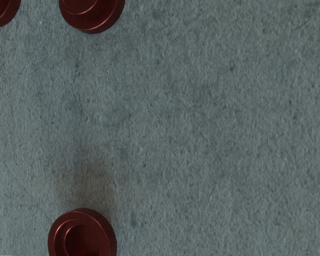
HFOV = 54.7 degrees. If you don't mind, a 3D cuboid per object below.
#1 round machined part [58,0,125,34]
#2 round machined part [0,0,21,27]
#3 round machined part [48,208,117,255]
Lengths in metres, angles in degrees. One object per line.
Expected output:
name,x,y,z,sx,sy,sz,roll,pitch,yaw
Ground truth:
round machined part,-0.102,-0.187,0.435,0.098,0.042,0.097,0,90,19
round machined part,-0.276,-0.216,0.495,0.098,0.042,0.097,0,90,19
round machined part,-0.104,0.161,0.435,0.098,0.042,0.097,0,90,19
